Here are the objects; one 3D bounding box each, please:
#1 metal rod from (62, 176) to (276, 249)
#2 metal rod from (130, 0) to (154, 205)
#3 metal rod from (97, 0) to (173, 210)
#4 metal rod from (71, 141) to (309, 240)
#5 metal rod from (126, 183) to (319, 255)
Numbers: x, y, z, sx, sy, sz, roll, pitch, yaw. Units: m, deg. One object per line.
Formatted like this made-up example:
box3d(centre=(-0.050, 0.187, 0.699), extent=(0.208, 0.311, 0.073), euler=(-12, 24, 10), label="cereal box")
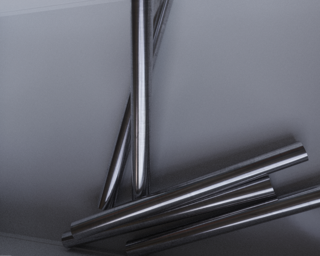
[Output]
box3d(centre=(-0.002, 0.116, 0.410), extent=(0.300, 0.025, 0.025), euler=(-20, 84, 18), label="metal rod")
box3d(centre=(-0.022, -0.036, 0.365), extent=(0.025, 0.025, 0.298), euler=(10, 113, 19), label="metal rod")
box3d(centre=(-0.035, -0.031, 0.421), extent=(0.025, 0.025, 0.298), euler=(18, 96, 18), label="metal rod")
box3d(centre=(0.026, 0.081, 0.381), extent=(0.301, 0.025, 0.025), euler=(-22, 83, 11), label="metal rod")
box3d(centre=(0.092, 0.112, 0.377), extent=(0.300, 0.025, 0.025), euler=(-22, 83, 18), label="metal rod")
